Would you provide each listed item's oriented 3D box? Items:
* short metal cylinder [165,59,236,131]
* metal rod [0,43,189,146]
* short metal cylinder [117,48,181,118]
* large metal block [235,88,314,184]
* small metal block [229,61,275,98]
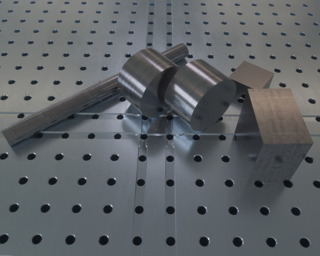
[{"bbox_3d":[0.053,-0.043,0.408,0.081,0.080,0.050,-31,57,-24],"label":"short metal cylinder"},{"bbox_3d":[-0.079,-0.058,0.455,0.302,0.025,0.025,-31,57,-24],"label":"metal rod"},{"bbox_3d":[-0.011,-0.061,0.423,0.080,0.080,0.050,-33,58,-25],"label":"short metal cylinder"},{"bbox_3d":[0.127,0.010,0.364,0.050,0.080,0.080,-1,50,-1],"label":"large metal block"},{"bbox_3d":[0.136,-0.070,0.468,0.050,0.025,0.050,30,56,23],"label":"small metal block"}]
